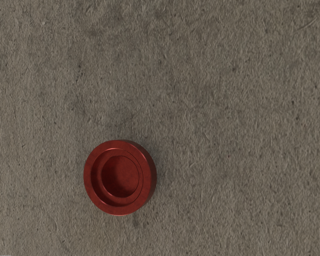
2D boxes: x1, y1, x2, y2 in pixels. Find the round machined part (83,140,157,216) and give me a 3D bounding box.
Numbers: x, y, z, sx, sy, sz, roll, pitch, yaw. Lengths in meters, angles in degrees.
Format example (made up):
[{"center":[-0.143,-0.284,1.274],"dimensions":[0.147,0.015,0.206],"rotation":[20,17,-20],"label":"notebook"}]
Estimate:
[{"center":[-0.050,0.064,0.418],"dimensions":[0.098,0.042,0.097],"rotation":[0,90,20],"label":"round machined part"}]
